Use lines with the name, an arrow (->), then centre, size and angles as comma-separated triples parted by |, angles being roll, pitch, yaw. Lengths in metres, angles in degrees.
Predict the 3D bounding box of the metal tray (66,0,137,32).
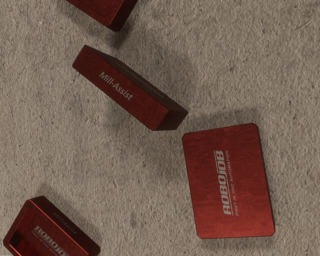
metal tray -> -0.091, -0.207, 0.436 | 0.130, 0.030, 0.090 | 36, 101, 16

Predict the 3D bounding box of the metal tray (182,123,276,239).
metal tray -> 0.083, 0.064, 0.377 | 0.090, 0.030, 0.129 | -10, 87, 19

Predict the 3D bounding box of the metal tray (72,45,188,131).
metal tray -> -0.034, -0.047, 0.385 | 0.130, 0.090, 0.030 | 38, 102, 15

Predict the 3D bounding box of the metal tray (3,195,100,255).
metal tray -> -0.164, 0.176, 0.462 | 0.130, 0.030, 0.090 | 36, 101, 16
